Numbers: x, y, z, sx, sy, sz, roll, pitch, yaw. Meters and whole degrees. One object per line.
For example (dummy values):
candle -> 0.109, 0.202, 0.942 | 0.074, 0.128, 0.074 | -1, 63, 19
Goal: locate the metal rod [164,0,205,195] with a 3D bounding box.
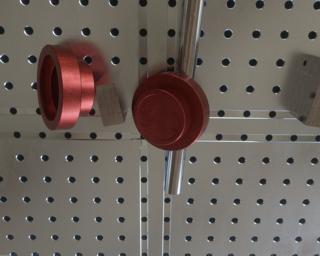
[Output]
metal rod -> 0.030, -0.050, 0.395 | 0.025, 0.025, 0.298 | 4, 110, -2

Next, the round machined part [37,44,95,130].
round machined part -> -0.110, -0.047, 0.366 | 0.042, 0.098, 0.097 | -5, 115, -35

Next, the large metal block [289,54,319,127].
large metal block -> 0.222, -0.043, 0.386 | 0.081, 0.050, 0.079 | 8, 110, -3

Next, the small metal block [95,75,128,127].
small metal block -> -0.060, -0.035, 0.386 | 0.025, 0.050, 0.050 | -10, 110, 3

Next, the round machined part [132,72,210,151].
round machined part -> 0.007, -0.017, 0.377 | 0.098, 0.042, 0.097 | 9, 110, 25
